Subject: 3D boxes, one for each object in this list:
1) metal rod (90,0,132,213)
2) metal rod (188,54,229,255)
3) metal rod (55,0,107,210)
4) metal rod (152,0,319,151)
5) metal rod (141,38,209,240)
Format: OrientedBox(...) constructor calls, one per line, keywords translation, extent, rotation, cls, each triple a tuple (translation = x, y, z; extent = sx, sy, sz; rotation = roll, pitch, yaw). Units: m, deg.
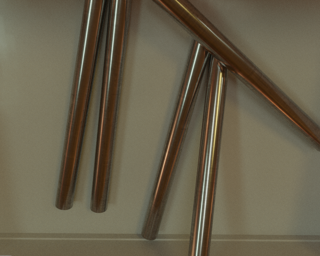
OrientedBox(translation=(-0.066, -0.021, 0.402), extent=(0.025, 0.025, 0.298), rotation=(8, 110, -3), cls="metal rod")
OrientedBox(translation=(0.057, 0.058, 0.373), extent=(0.025, 0.025, 0.298), rotation=(7, 87, -3), cls="metal rod")
OrientedBox(translation=(-0.105, -0.024, 0.401), extent=(0.025, 0.025, 0.298), rotation=(13, 110, -5), cls="metal rod")
OrientedBox(translation=(0.110, -0.061, 0.369), extent=(0.301, 0.025, 0.025), rotation=(36, 106, -21), cls="metal rod")
OrientedBox(translation=(0.018, 0.026, 0.420), extent=(0.025, 0.025, 0.298), rotation=(13, 110, -5), cls="metal rod")
